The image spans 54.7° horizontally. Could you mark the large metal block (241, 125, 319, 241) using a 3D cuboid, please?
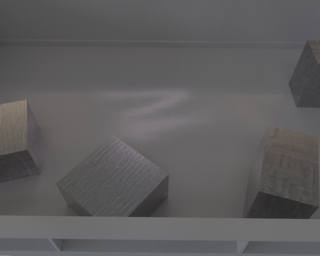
[{"bbox_3d":[0.123,0.057,0.322,0.050,0.080,0.080,14,51,11],"label":"large metal block"}]

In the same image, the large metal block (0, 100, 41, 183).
[{"bbox_3d":[-0.193,0.018,0.372,0.081,0.050,0.080,-12,51,-10],"label":"large metal block"}]

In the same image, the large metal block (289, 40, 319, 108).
[{"bbox_3d":[0.239,-0.073,0.432,0.080,0.080,0.050,2,50,1],"label":"large metal block"}]

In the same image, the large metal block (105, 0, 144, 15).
[{"bbox_3d":[-0.068,-0.285,0.611,0.050,0.080,0.080,23,54,18],"label":"large metal block"}]

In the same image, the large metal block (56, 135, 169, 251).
[{"bbox_3d":[-0.048,0.067,0.332,0.080,0.050,0.080,33,57,24],"label":"large metal block"}]
